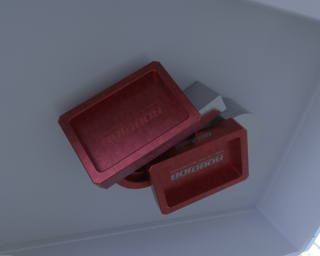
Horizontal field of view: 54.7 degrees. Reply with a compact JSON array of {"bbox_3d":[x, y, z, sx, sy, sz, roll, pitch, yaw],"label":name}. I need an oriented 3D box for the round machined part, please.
[{"bbox_3d":[-0.025,0.028,0.402,0.099,0.042,0.097,-14,125,-21],"label":"round machined part"}]

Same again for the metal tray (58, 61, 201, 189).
[{"bbox_3d":[-0.032,-0.005,0.342,0.131,0.090,0.030,-32,161,-8],"label":"metal tray"}]

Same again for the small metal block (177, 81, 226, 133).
[{"bbox_3d":[0.048,-0.029,0.400,0.050,0.050,0.025,-38,130,-5],"label":"small metal block"}]

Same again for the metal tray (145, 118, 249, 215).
[{"bbox_3d":[0.050,0.050,0.402,0.131,0.030,0.089,-21,126,-11],"label":"metal tray"}]

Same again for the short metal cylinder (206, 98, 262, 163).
[{"bbox_3d":[0.098,0.004,0.448,0.081,0.050,0.079,-14,125,-21],"label":"short metal cylinder"}]
